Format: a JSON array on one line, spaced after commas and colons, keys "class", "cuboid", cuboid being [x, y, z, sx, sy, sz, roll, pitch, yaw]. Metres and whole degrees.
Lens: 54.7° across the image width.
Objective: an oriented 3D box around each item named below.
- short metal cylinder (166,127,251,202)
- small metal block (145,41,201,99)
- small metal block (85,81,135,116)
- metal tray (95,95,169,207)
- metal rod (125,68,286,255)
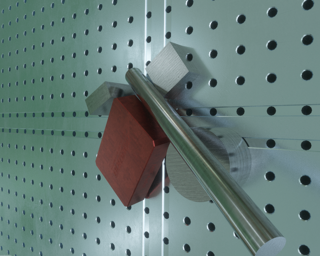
[{"class": "short metal cylinder", "cuboid": [0.054, 0.038, 0.347, 0.080, 0.050, 0.079, 0, 90, 40]}, {"class": "small metal block", "cuboid": [0.015, -0.072, 0.395, 0.050, 0.025, 0.050, -43, 64, 31]}, {"class": "small metal block", "cuboid": [-0.071, -0.041, 0.449, 0.050, 0.050, 0.025, -34, 69, 34]}, {"class": "metal tray", "cuboid": [-0.041, 0.032, 0.416, 0.090, 0.030, 0.129, 48, 133, 29]}, {"class": "metal rod", "cuboid": [0.018, 0.004, 0.323, 0.025, 0.025, 0.300, -63, 35, 21]}]
